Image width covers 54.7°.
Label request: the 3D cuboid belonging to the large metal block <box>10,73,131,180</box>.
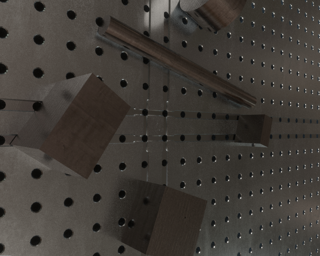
[{"bbox_3d":[-0.087,-0.002,0.301,0.050,0.080,0.080,43,64,-32],"label":"large metal block"}]

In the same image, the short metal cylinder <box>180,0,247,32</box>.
[{"bbox_3d":[0.075,-0.185,0.438,0.050,0.080,0.080,29,72,-37],"label":"short metal cylinder"}]

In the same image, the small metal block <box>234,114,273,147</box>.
[{"bbox_3d":[0.160,0.005,0.530,0.025,0.050,0.050,22,76,-39],"label":"small metal block"}]

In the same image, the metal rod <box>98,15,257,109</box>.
[{"bbox_3d":[0.048,-0.082,0.451,0.302,0.025,0.025,18,79,-39],"label":"metal rod"}]

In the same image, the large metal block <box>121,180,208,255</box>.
[{"bbox_3d":[0.008,0.120,0.402,0.080,0.050,0.080,27,73,-37],"label":"large metal block"}]
